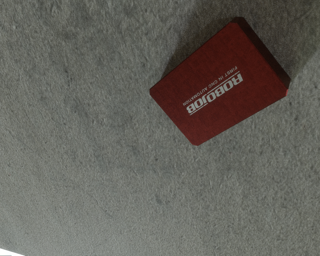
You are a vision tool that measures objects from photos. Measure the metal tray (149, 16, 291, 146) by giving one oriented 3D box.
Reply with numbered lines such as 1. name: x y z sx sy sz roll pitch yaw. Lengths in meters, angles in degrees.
1. metal tray: 0.061 -0.045 0.344 0.130 0.030 0.090 -35 99 38
